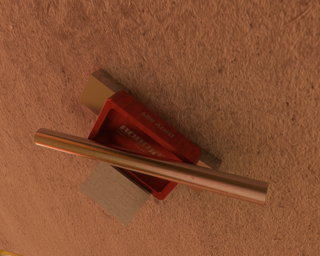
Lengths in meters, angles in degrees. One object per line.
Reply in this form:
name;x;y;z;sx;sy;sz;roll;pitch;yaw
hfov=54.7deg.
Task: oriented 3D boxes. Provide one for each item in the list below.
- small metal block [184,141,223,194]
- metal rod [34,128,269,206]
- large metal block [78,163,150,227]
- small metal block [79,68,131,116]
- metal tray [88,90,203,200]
small metal block;0.047;0.053;0.415;0.050;0.025;0.050;33;129;6
metal rod;-0.027;0.040;0.375;0.301;0.025;0.025;12;123;21
large metal block;-0.059;0.087;0.445;0.080;0.080;0.050;37;87;3
small metal block;-0.075;-0.044;0.419;0.050;0.025;0.050;38;129;2
metal tray;-0.023;0.024;0.397;0.130;0.030;0.089;37;129;2
